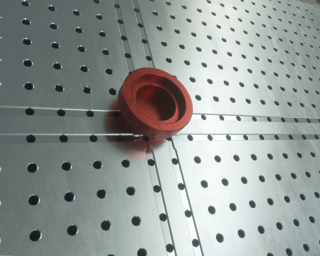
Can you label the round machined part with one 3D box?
[{"bbox_3d":[-0.009,-0.029,0.411,0.099,0.042,0.098,14,56,-21],"label":"round machined part"}]
